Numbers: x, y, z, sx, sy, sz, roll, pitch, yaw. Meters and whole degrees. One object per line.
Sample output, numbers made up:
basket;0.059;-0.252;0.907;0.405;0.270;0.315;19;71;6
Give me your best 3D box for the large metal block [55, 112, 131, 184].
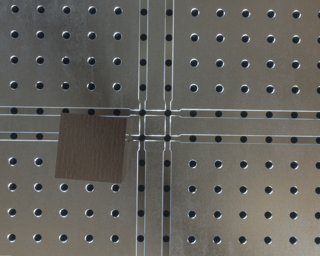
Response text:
large metal block;-0.084;0.024;0.400;0.081;0.050;0.079;5;90;-1
